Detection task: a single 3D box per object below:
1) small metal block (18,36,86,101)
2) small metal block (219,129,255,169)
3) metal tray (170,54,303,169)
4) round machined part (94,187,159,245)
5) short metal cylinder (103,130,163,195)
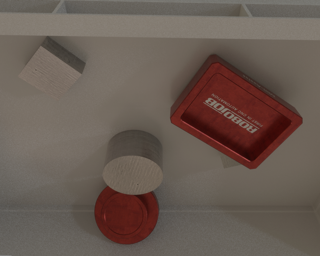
[{"bbox_3d":[-0.122,-0.066,0.351,0.050,0.025,0.050,35,121,-27],"label":"small metal block"},{"bbox_3d":[0.108,0.026,0.433,0.050,0.025,0.050,-15,129,12],"label":"small metal block"},{"bbox_3d":[0.089,-0.016,0.373,0.131,0.030,0.090,30,117,-13],"label":"metal tray"},{"bbox_3d":[-0.052,0.129,0.471,0.099,0.042,0.097,0,87,3],"label":"round machined part"},{"bbox_3d":[-0.036,0.049,0.434,0.081,0.050,0.079,0,130,0],"label":"short metal cylinder"}]
